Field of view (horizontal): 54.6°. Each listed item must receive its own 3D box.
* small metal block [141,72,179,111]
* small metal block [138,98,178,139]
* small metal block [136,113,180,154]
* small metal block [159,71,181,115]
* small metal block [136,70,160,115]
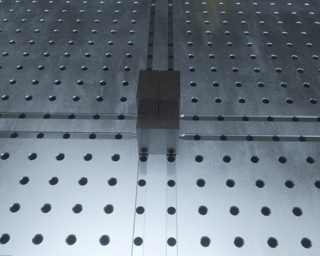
[{"bbox_3d":[0.000,-0.050,0.433,0.050,0.050,0.025,1,50,1],"label":"small metal block"},{"bbox_3d":[-0.001,-0.013,0.418,0.050,0.025,0.050,1,50,2],"label":"small metal block"},{"bbox_3d":[-0.002,0.008,0.385,0.050,0.050,0.025,1,50,1],"label":"small metal block"},{"bbox_3d":[0.012,-0.037,0.390,0.025,0.050,0.050,1,50,2],"label":"small metal block"},{"bbox_3d":[-0.014,-0.037,0.390,0.025,0.050,0.050,2,50,1],"label":"small metal block"}]
